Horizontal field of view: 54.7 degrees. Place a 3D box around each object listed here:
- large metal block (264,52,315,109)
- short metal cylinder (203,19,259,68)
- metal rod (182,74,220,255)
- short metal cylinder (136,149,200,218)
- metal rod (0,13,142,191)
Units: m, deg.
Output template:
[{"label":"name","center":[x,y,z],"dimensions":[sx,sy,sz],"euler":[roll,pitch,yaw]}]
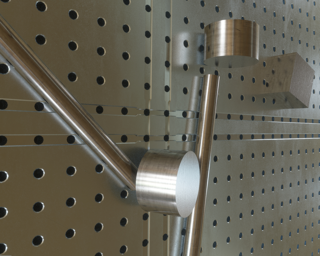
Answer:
[{"label":"large metal block","center":[0.255,-0.090,0.606],"dimensions":[0.080,0.050,0.080],"euler":[25,74,-37]},{"label":"short metal cylinder","center":[0.106,-0.123,0.462],"dimensions":[0.081,0.080,0.050],"euler":[3,88,-40]},{"label":"metal rod","center":[0.060,0.069,0.459],"dimensions":[0.025,0.025,0.298],"euler":[13,82,-39]},{"label":"short metal cylinder","center":[0.012,0.067,0.385],"dimensions":[0.080,0.050,0.079],"euler":[2,90,-64]},{"label":"metal rod","center":[-0.110,-0.038,0.316],"dimensions":[0.300,0.025,0.025],"euler":[52,59,-27]}]
